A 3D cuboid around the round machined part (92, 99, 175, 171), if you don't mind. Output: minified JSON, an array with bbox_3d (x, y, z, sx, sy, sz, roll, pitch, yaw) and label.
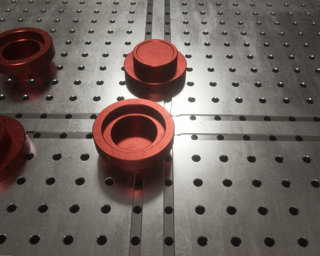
[{"bbox_3d":[-0.032,0.012,0.386,0.099,0.042,0.098,0,50,0],"label":"round machined part"}]

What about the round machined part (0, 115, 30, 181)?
[{"bbox_3d":[-0.216,0.019,0.378,0.099,0.042,0.098,0,50,0],"label":"round machined part"}]

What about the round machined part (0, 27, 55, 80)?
[{"bbox_3d":[-0.216,-0.114,0.490,0.099,0.042,0.098,0,50,0],"label":"round machined part"}]

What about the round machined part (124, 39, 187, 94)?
[{"bbox_3d":[-0.007,-0.102,0.482,0.099,0.042,0.098,0,50,0],"label":"round machined part"}]
